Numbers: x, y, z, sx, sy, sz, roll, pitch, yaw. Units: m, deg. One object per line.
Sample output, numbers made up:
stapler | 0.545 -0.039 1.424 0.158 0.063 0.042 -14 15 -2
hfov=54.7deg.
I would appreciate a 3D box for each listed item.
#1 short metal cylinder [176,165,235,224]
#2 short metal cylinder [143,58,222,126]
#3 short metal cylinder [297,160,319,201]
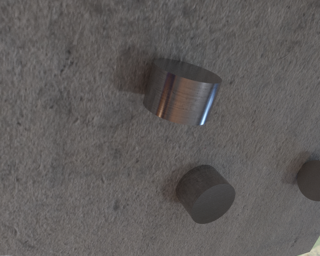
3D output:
short metal cylinder | 0.073 0.107 0.499 0.081 0.050 0.079 -14 125 -21
short metal cylinder | 0.025 -0.044 0.360 0.081 0.080 0.050 2 118 -30
short metal cylinder | 0.326 0.107 0.620 0.050 0.080 0.079 11 113 -34
